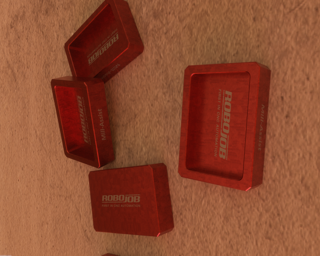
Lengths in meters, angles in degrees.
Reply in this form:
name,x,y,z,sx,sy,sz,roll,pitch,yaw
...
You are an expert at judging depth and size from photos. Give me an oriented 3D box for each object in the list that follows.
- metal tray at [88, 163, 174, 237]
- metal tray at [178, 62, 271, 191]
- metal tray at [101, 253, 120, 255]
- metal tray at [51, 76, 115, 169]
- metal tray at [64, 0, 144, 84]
name,x,y,z,sx,sy,sz,roll,pitch,yaw
metal tray,-0.045,0.100,0.437,0.130,0.030,0.089,-12,83,39
metal tray,0.068,-0.004,0.343,0.090,0.030,0.129,6,94,39
metal tray,-0.041,0.235,0.433,0.130,0.030,0.089,-7,86,39
metal tray,-0.118,-0.011,0.471,0.090,0.030,0.129,11,114,39
metal tray,-0.090,-0.123,0.473,0.130,0.030,0.090,-30,71,35
